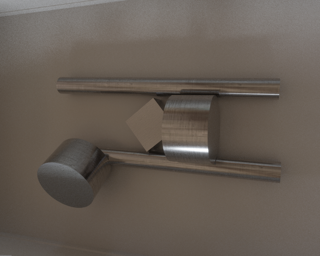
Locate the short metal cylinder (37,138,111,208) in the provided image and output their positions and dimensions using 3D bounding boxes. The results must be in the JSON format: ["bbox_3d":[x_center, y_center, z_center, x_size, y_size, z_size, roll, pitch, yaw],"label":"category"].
[{"bbox_3d":[-0.114,0.061,0.416,0.080,0.050,0.079,10,127,14],"label":"short metal cylinder"}]

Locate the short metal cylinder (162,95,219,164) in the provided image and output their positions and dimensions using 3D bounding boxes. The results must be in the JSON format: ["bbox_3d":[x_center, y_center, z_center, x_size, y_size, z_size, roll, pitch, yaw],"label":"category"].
[{"bbox_3d":[0.039,0.001,0.365,0.050,0.080,0.079,2,91,20],"label":"short metal cylinder"}]

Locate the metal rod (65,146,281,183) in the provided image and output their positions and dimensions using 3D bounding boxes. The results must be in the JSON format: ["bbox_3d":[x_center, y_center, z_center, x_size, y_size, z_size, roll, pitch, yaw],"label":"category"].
[{"bbox_3d":[-0.002,0.043,0.408,0.301,0.025,0.025,3,91,19],"label":"metal rod"}]

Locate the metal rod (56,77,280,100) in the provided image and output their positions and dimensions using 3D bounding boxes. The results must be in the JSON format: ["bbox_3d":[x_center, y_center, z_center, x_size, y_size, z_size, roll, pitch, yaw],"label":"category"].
[{"bbox_3d":[-0.003,-0.054,0.409,0.301,0.025,0.025,4,91,19],"label":"metal rod"}]

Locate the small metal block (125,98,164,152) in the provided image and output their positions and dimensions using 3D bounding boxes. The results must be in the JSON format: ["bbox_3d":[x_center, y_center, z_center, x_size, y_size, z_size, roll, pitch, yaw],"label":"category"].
[{"bbox_3d":[-0.009,-0.004,0.411,0.050,0.025,0.050,-39,78,15],"label":"small metal block"}]
